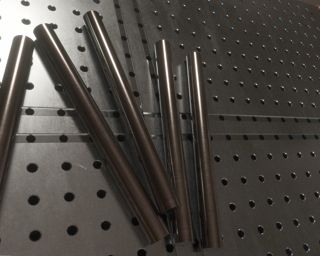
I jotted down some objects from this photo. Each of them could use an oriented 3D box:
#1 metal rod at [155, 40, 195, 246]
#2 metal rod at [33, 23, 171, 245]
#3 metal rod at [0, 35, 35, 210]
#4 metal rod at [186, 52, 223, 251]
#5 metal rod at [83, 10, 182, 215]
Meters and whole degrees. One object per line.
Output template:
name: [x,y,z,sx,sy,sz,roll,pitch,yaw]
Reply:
metal rod: [0.015,-0.001,0.418,0.025,0.025,0.299,9,58,-24]
metal rod: [-0.076,-0.004,0.370,0.025,0.025,0.299,-22,74,-36]
metal rod: [-0.161,0.024,0.307,0.025,0.025,0.299,11,57,-23]
metal rod: [0.058,0.012,0.434,0.025,0.025,0.299,13,56,-22]
metal rod: [-0.044,-0.036,0.398,0.025,0.025,0.299,-9,64,-32]
